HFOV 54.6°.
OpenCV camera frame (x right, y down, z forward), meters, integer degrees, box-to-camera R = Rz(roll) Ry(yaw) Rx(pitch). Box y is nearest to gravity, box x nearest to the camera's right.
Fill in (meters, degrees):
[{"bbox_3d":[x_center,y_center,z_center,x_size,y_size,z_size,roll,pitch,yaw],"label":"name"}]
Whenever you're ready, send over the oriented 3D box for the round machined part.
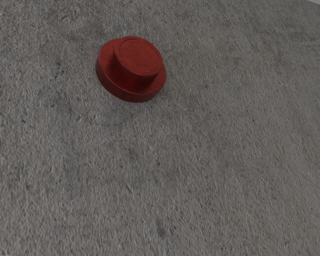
[{"bbox_3d":[-0.035,-0.087,0.427,0.099,0.042,0.098,13,56,-21],"label":"round machined part"}]
